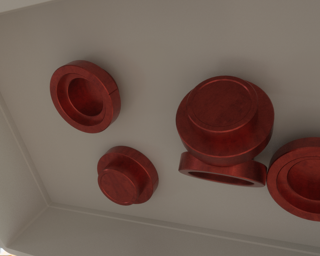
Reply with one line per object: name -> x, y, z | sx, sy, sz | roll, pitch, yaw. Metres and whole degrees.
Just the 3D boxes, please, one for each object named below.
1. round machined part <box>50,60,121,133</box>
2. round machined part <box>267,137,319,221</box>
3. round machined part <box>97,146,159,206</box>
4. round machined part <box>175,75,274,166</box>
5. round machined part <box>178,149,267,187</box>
round machined part -> -0.095, -0.045, 0.418 | 0.098, 0.042, 0.097 | 13, 124, 20
round machined part -> 0.171, 0.051, 0.339 | 0.098, 0.042, 0.097 | 13, 124, 20
round machined part -> -0.055, 0.079, 0.474 | 0.098, 0.042, 0.097 | 13, 124, 20
round machined part -> 0.064, -0.014, 0.314 | 0.098, 0.098, 0.042 | 10, 152, 22
round machined part -> 0.074, 0.038, 0.360 | 0.099, 0.042, 0.098 | 11, 166, 3
